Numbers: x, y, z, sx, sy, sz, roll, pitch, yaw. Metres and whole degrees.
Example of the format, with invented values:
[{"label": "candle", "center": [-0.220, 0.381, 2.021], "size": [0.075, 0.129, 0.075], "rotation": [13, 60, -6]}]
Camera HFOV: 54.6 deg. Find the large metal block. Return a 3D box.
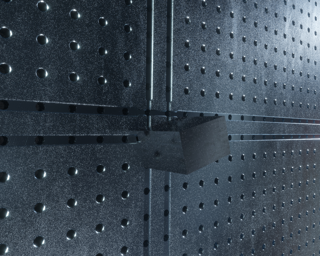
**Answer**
[{"label": "large metal block", "center": [0.030, 0.018, 0.398], "size": [0.081, 0.080, 0.050], "rotation": [-18, 102, -38]}]
